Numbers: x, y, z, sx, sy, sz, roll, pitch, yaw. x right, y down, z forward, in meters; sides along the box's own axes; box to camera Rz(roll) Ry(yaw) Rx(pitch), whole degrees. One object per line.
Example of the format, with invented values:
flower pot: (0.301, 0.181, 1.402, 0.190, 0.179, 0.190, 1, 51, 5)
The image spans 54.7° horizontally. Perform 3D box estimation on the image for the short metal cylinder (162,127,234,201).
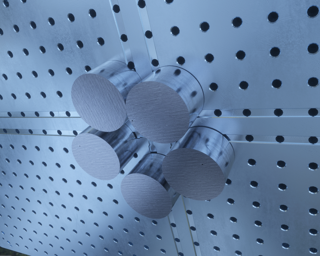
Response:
short metal cylinder: (0.049, 0.045, 0.396, 0.080, 0.050, 0.079, 13, 125, 20)

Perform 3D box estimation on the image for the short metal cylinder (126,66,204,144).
short metal cylinder: (0.006, -0.028, 0.373, 0.080, 0.050, 0.079, 13, 124, 21)

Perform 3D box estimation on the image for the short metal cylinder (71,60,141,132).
short metal cylinder: (-0.067, -0.042, 0.404, 0.080, 0.050, 0.079, 13, 124, 20)

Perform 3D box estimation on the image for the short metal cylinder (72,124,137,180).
short metal cylinder: (-0.081, 0.030, 0.456, 0.080, 0.050, 0.079, 13, 124, 20)

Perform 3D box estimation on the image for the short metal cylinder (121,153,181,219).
short metal cylinder: (-0.009, 0.084, 0.451, 0.080, 0.050, 0.079, 14, 124, 21)
